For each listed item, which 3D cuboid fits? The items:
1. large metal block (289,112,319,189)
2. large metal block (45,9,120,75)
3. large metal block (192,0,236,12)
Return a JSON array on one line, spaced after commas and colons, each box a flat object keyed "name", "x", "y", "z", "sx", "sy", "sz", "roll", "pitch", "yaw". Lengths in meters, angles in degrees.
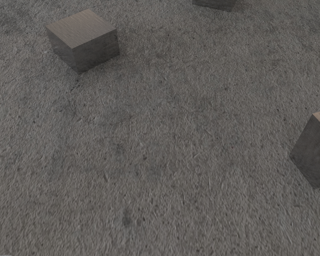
[{"name": "large metal block", "x": 0.209, "y": 0.018, "z": 0.354, "sx": 0.081, "sy": 0.080, "sz": 0.050, "roll": -16, "pitch": 52, "yaw": -13}, {"name": "large metal block", "x": -0.125, "y": -0.143, "z": 0.506, "sx": 0.080, "sy": 0.050, "sz": 0.080, "roll": -34, "pitch": 58, "yaw": -25}, {"name": "large metal block", "x": 0.118, "y": -0.285, "z": 0.627, "sx": 0.080, "sy": 0.050, "sz": 0.080, "roll": 18, "pitch": 52, "yaw": 14}]
